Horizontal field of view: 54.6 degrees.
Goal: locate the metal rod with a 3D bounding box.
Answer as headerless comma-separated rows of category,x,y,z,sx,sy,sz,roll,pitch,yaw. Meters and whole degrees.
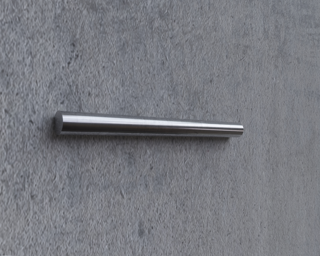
metal rod,0.011,-0.001,0.415,0.302,0.025,0.025,2,89,-40
